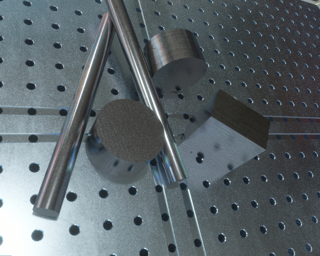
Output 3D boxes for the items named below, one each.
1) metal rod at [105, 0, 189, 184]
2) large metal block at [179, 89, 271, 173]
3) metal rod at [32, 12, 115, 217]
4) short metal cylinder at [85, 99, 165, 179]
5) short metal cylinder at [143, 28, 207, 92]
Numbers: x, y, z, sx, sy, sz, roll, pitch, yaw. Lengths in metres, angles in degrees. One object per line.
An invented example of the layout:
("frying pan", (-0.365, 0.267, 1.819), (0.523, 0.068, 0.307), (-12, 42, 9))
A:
("metal rod", (-0.026, -0.071, 0.418), (0.025, 0.025, 0.299), (-10, 73, -33))
("large metal block", (0.086, 0.007, 0.415), (0.080, 0.080, 0.050), (31, 52, -9))
("metal rod", (-0.092, -0.041, 0.383), (0.025, 0.025, 0.300), (20, 54, -17))
("short metal cylinder", (-0.041, 0.013, 0.362), (0.081, 0.050, 0.080), (14, 56, -21))
("short metal cylinder", (0.021, -0.094, 0.442), (0.081, 0.080, 0.050), (-2, 63, -29))
